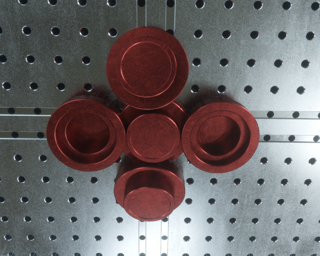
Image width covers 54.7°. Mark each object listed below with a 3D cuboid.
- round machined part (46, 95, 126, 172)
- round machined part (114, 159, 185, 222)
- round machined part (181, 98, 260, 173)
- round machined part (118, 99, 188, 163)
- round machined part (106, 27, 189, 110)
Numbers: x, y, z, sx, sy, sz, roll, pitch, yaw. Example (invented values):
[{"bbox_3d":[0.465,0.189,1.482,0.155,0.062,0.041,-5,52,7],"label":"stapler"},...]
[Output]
[{"bbox_3d":[-0.092,0.004,0.404,0.099,0.042,0.097,0,110,-1],"label":"round machined part"},{"bbox_3d":[-0.014,0.091,0.425,0.099,0.042,0.097,0,125,0],"label":"round machined part"},{"bbox_3d":[0.076,0.007,0.407,0.099,0.042,0.097,0,110,-1],"label":"round machined part"},{"bbox_3d":[-0.009,0.006,0.405,0.099,0.042,0.097,0,110,-1],"label":"round machined part"},{"bbox_3d":[-0.015,-0.070,0.366,0.099,0.042,0.097,0,96,1],"label":"round machined part"}]
